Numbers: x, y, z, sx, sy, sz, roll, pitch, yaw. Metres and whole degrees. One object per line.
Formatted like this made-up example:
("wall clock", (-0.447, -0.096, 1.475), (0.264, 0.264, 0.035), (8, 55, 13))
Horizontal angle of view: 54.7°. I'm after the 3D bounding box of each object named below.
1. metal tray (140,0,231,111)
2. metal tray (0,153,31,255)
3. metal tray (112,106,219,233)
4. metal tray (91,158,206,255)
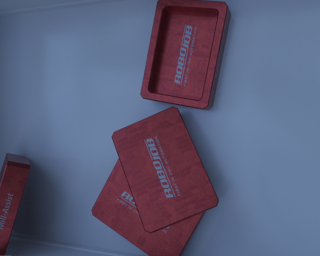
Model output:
("metal tray", (0.032, -0.093, 0.395), (0.090, 0.030, 0.129), (12, 94, 19))
("metal tray", (-0.223, 0.107, 0.445), (0.090, 0.030, 0.129), (7, 81, 63))
("metal tray", (0.005, 0.049, 0.379), (0.090, 0.030, 0.130), (-24, 71, 3))
("metal tray", (-0.015, 0.107, 0.409), (0.130, 0.030, 0.090), (30, 95, 17))
